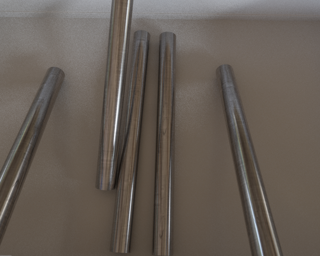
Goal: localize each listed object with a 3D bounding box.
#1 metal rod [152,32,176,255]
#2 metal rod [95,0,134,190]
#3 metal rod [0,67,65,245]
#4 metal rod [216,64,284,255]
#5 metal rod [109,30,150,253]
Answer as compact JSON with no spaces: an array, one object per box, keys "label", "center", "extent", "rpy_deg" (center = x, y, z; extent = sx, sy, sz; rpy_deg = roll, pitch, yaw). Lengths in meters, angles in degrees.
[{"label":"metal rod","center":[0.007,0.006,0.407],"extent":[0.025,0.025,0.299],"rpy_deg":[2,70,0]},{"label":"metal rod","center":[-0.052,-0.074,0.373],"extent":[0.025,0.025,0.298],"rpy_deg":[6,94,2]},{"label":"metal rod","center":[-0.148,0.029,0.331],"extent":[0.025,0.025,0.300],"rpy_deg":[0,44,0]},{"label":"metal rod","center":[0.090,0.026,0.336],"extent":[0.025,0.025,0.300],"rpy_deg":[1,45,0]},{"label":"metal rod","center":[-0.036,0.003,0.408],"extent":[0.025,0.025,0.299],"rpy_deg":[3,70,1]}]
